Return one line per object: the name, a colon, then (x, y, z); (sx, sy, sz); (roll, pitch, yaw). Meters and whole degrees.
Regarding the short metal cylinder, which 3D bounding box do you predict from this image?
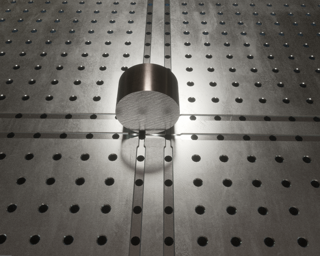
short metal cylinder: (-0.015, -0.037, 0.403); (0.081, 0.080, 0.050); (0, 50, -1)
